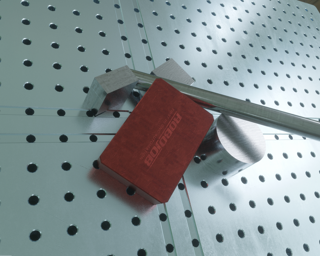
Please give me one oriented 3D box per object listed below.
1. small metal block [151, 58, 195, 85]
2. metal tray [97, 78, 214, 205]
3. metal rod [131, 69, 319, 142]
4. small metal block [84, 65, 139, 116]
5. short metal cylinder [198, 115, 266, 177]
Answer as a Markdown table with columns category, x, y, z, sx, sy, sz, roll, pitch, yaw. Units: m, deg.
| category | x | y | z | sx | sy | sz | roll | pitch | yaw |
| --- | --- | --- | --- | --- | --- | --- | --- | --- | --- |
| small metal block | 0.015 | -0.070 | 0.461 | 0.050 | 0.025 | 0.050 | 46 | 51 | 3 |
| metal tray | -0.002 | 0.014 | 0.375 | 0.090 | 0.030 | 0.130 | 35 | 66 | -5 |
| metal rod | 0.098 | -0.027 | 0.412 | 0.301 | 0.025 | 0.025 | 17 | 52 | 7 |
| small metal block | -0.061 | -0.047 | 0.389 | 0.050 | 0.050 | 0.025 | -31 | 80 | -38 |
| short metal cylinder | 0.099 | 0.022 | 0.434 | 0.081 | 0.050 | 0.080 | 14 | 56 | -21 |
